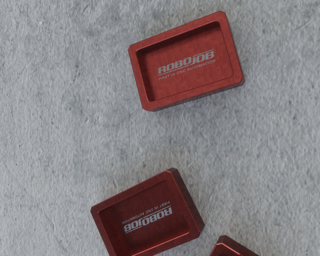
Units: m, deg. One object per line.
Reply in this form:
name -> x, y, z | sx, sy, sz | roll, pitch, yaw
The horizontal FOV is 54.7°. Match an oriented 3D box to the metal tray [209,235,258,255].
metal tray -> 0.084, 0.211, 0.376 | 0.090, 0.030, 0.129 | 29, 99, 17

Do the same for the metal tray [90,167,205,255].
metal tray -> -0.019, 0.120, 0.411 | 0.130, 0.030, 0.090 | -29, 81, 17

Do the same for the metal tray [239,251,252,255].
metal tray -> 0.067, 0.207, 0.323 | 0.030, 0.090, 0.129 | 29, 109, 6

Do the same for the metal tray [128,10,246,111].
metal tray -> 0.032, -0.080, 0.394 | 0.130, 0.030, 0.090 | -16, 85, 19
